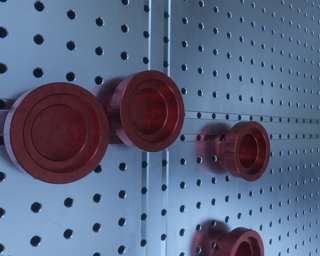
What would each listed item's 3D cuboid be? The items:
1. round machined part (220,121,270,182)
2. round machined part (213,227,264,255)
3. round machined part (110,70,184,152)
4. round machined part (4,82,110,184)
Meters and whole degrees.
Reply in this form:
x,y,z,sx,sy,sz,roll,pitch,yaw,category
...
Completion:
x,y,z,sx,sy,sz,roll,pitch,yaw,category
0.138,0.038,0.516,0.099,0.042,0.097,-1,91,-39,round machined part
0.125,0.211,0.507,0.099,0.042,0.097,0,90,-40,round machined part
-0.019,-0.020,0.384,0.099,0.042,0.097,0,90,-40,round machined part
-0.104,0.005,0.312,0.099,0.042,0.097,0,90,-40,round machined part
